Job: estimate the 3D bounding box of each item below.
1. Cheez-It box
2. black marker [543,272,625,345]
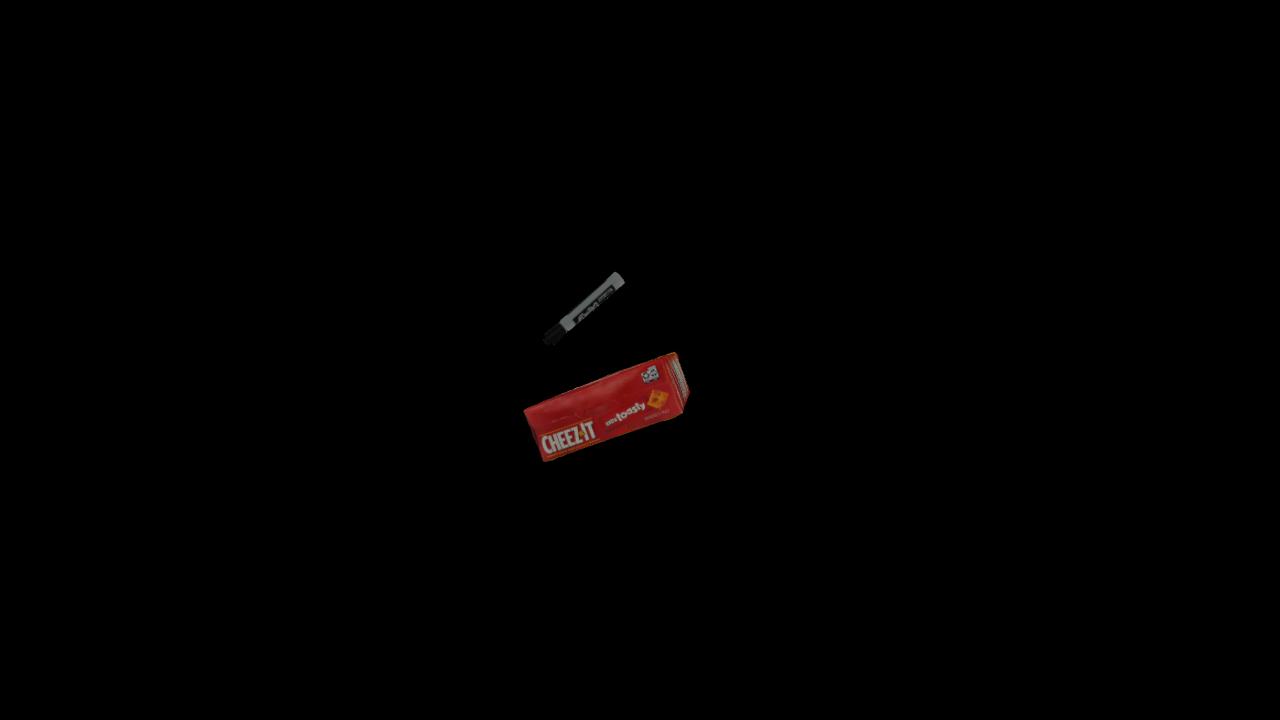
[{"bbox_3d":[-0.027,0.051,0.761,0.166,0.071,0.223,-21,-1,7],"label":"Cheez-It box"},{"bbox_3d":[-0.069,-0.061,0.740,0.121,0.020,0.020,-42,7,-8],"label":"black marker"}]
